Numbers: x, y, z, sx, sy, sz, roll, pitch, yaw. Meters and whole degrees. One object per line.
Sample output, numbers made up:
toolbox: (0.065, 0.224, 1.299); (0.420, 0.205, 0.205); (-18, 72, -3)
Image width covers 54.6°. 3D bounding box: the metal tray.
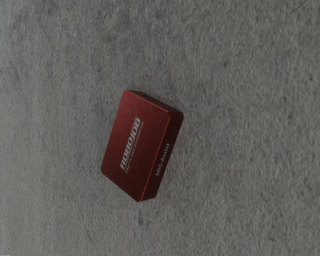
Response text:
metal tray: (-0.029, 0.023, 0.426); (0.090, 0.030, 0.129); (30, 109, 36)
